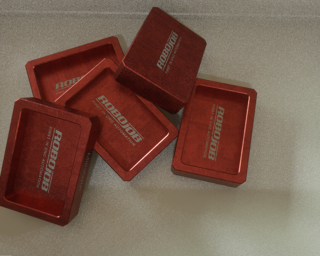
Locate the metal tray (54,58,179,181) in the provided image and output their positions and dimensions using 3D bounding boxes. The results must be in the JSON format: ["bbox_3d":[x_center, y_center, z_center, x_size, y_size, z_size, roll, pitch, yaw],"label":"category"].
[{"bbox_3d":[-0.052,-0.010,0.385,0.090,0.030,0.130,-43,91,-8],"label":"metal tray"}]

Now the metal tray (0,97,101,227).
[{"bbox_3d":[-0.130,0.038,0.359,0.090,0.030,0.129,16,99,5],"label":"metal tray"}]

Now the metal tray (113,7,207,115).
[{"bbox_3d":[0.006,-0.091,0.402,0.090,0.030,0.130,31,51,-13],"label":"metal tray"}]

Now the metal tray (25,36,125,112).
[{"bbox_3d":[-0.107,-0.066,0.428,0.131,0.030,0.090,-19,71,-8],"label":"metal tray"}]

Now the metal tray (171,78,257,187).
[{"bbox_3d":[0.071,0.004,0.405,0.090,0.030,0.130,12,70,4],"label":"metal tray"}]
